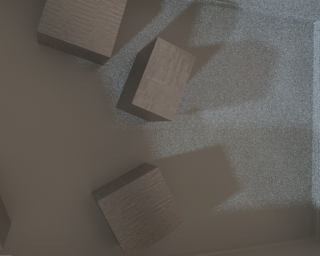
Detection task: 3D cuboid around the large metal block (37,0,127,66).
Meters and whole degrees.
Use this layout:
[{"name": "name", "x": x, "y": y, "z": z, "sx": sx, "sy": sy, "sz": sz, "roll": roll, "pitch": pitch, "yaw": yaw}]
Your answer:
[{"name": "large metal block", "x": -0.091, "y": -0.129, "z": 0.364, "sx": 0.081, "sy": 0.050, "sz": 0.080, "roll": 17, "pitch": 84, "yaw": -20}]

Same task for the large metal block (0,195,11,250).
[{"name": "large metal block", "x": -0.193, "y": 0.082, "z": 0.310, "sx": 0.050, "sy": 0.080, "sz": 0.080, "roll": -20, "pitch": 97, "yaw": -19}]

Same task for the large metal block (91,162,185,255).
[{"name": "large metal block", "x": -0.028, "y": 0.100, "z": 0.388, "sx": 0.081, "sy": 0.050, "sz": 0.080, "roll": -28, "pitch": 100, "yaw": -18}]

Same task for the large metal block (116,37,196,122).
[{"name": "large metal block", "x": -0.008, "y": -0.054, "z": 0.379, "sx": 0.050, "sy": 0.080, "sz": 0.080, "roll": 23, "pitch": 82, "yaw": -19}]
